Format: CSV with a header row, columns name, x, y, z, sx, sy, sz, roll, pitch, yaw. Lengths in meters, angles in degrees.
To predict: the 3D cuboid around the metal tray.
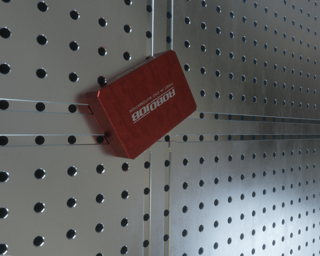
name,x,y,z,sx,sy,sz,roll,pitch,yaw
metal tray,-0.017,-0.032,0.391,0.131,0.030,0.090,-37,113,-33
